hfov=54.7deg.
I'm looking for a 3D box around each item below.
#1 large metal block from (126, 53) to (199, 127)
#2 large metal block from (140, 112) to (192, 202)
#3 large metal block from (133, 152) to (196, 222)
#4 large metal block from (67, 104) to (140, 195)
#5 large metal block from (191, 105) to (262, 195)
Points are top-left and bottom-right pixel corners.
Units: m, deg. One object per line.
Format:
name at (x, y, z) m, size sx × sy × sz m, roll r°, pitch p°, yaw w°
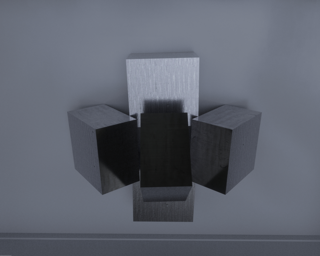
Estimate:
large metal block at (0.004, -0.048, 0.376) m, size 0.080 × 0.050 × 0.079 m, roll -1°, pitch 110°, yaw 0°
large metal block at (0.005, 0.036, 0.351) m, size 0.050 × 0.080 × 0.080 m, roll -1°, pitch 66°, yaw -1°
large metal block at (0.005, 0.080, 0.426) m, size 0.081 × 0.050 × 0.079 m, roll 1°, pitch 110°, yaw -1°
large metal block at (-0.070, 0.022, 0.380) m, size 0.050 × 0.080 × 0.079 m, roll -16°, pitch 115°, yaw -33°
large metal block at (0.081, 0.022, 0.382) m, size 0.050 × 0.081 × 0.079 m, roll 17°, pitch 116°, yaw 35°
